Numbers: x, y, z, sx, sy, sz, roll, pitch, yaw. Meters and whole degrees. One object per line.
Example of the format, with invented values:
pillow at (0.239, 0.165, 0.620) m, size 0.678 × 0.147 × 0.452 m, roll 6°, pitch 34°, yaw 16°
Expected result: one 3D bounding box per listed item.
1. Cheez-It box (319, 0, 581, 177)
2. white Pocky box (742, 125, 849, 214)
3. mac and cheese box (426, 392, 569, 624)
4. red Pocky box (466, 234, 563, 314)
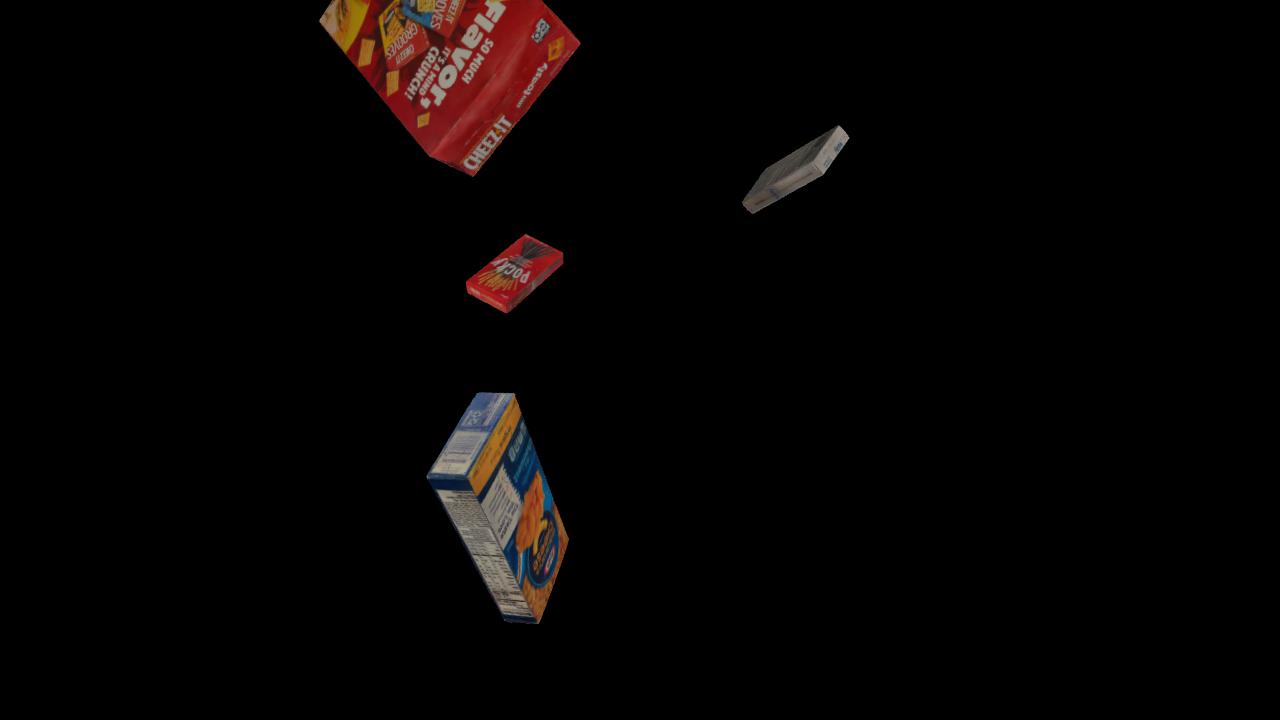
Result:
Cheez-It box at (-0.187, -0.313, 0.585) m, size 0.166 × 0.223 × 0.071 m, roll -46°, pitch -18°, yaw 15°
white Pocky box at (0.213, -0.264, 0.862) m, size 0.028 × 0.084 × 0.154 m, roll 42°, pitch -22°, yaw -16°
mac and cheese box at (-0.109, 0.126, 0.510) m, size 0.041 × 0.184 × 0.093 m, roll -2°, pitch 37°, yaw 15°
red Pocky box at (-0.200, -0.144, 1.002) m, size 0.083 × 0.028 × 0.155 m, roll 28°, pitch 51°, yaw 14°
